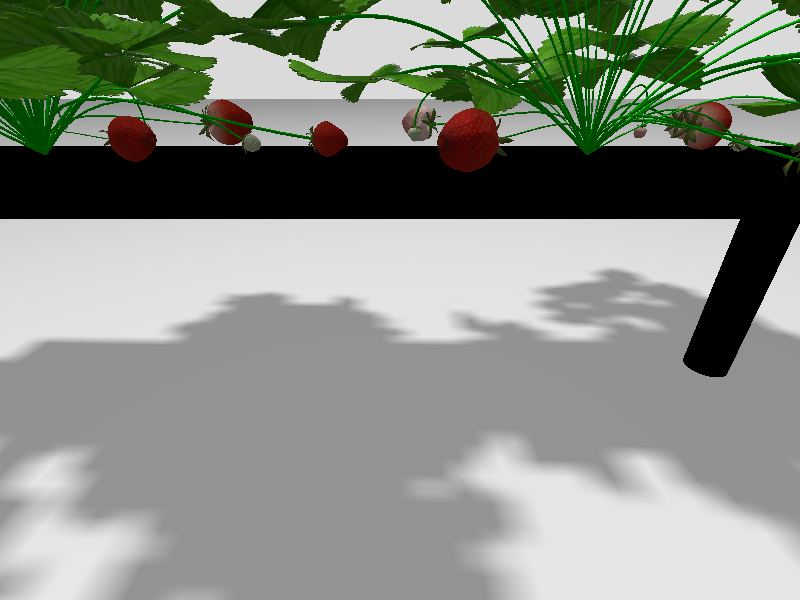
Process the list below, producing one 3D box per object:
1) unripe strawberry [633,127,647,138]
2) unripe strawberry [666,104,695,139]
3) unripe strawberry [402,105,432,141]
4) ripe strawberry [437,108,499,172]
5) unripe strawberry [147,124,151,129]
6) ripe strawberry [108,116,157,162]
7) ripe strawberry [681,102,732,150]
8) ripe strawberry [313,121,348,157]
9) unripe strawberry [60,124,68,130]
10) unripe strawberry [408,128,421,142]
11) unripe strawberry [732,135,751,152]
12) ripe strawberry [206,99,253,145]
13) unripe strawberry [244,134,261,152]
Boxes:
[{"bbox_3d":[0.252,-0.176,0.421,0.013,0.011,0.011,23,36,37],"label":"unripe strawberry"},{"bbox_3d":[0.314,-0.197,0.441,0.036,0.035,0.033,-21,34,-35],"label":"unripe strawberry"},{"bbox_3d":[0.018,-0.180,0.409,0.032,0.033,0.029,18,33,31],"label":"unripe strawberry"},{"bbox_3d":[0.043,-0.104,0.263,0.040,0.040,0.037,-17,32,-27],"label":"ripe strawberry"},{"bbox_3d":[-0.291,-0.196,0.459,0.011,0.010,0.010,1,28,1],"label":"unripe strawberry"},{"bbox_3d":[-0.200,-0.122,0.304,0.033,0.032,0.031,8,29,13],"label":"ripe strawberry"},{"bbox_3d":[0.280,-0.157,0.362,0.041,0.040,0.038,-9,29,-17],"label":"ripe strawberry"},{"bbox_3d":[-0.056,-0.130,0.323,0.027,0.026,0.025,1,28,1],"label":"ripe strawberry"},{"bbox_3d":[-0.379,-0.197,0.451,0.009,0.010,0.010,-16,32,-27],"label":"unripe strawberry"},{"bbox_3d":[0.012,-0.142,0.344,0.011,0.011,0.011,4,28,7],"label":"unripe strawberry"},{"bbox_3d":[0.295,-0.135,0.345,0.014,0.013,0.013,10,26,-13],"label":"unripe strawberry"},{"bbox_3d":[-0.168,-0.177,0.398,0.042,0.041,0.039,-17,32,-29],"label":"ripe strawberry"},{"bbox_3d":[-0.125,-0.133,0.338,0.014,0.015,0.013,10,27,-9],"label":"unripe strawberry"}]
